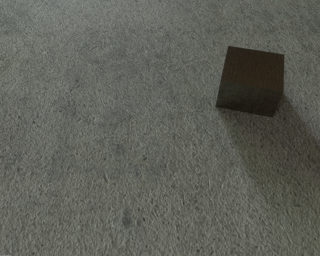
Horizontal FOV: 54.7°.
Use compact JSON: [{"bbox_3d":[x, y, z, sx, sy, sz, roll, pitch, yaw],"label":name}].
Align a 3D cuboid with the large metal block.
[{"bbox_3d":[0.129,-0.068,0.445,0.080,0.050,0.080,12,51,9],"label":"large metal block"}]
